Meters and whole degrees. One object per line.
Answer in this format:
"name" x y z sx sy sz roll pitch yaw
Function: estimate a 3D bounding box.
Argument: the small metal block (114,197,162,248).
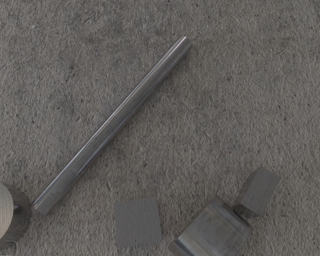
"small metal block" -0.026 0.112 0.367 0.050 0.025 0.050 -8 70 -3

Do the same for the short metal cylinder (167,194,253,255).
"short metal cylinder" 0.054 0.118 0.336 0.050 0.080 0.080 43 75 14

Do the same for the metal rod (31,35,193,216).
"metal rod" -0.053 -0.014 0.412 0.025 0.025 0.300 36 74 12

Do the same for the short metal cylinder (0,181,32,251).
"short metal cylinder" -0.198 0.101 0.356 0.081 0.050 0.080 0 70 0

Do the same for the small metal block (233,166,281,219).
"small metal block" 0.112 0.078 0.367 0.025 0.050 0.050 31 73 10
